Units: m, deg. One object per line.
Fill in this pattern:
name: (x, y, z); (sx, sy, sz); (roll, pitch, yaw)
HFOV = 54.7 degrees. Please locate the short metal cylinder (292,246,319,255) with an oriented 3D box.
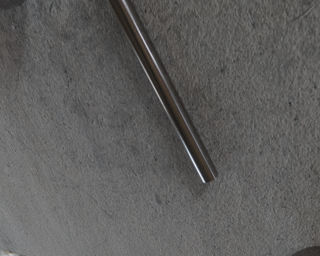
short metal cylinder: (0.203, 0.197, 0.386); (0.080, 0.080, 0.050); (-21, 107, 36)

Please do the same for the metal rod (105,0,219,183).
metal rod: (-0.002, -0.061, 0.370); (0.025, 0.025, 0.299); (-17, 110, 35)

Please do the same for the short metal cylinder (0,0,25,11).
short metal cylinder: (-0.216, -0.188, 0.388); (0.080, 0.050, 0.079); (13, 124, 21)
